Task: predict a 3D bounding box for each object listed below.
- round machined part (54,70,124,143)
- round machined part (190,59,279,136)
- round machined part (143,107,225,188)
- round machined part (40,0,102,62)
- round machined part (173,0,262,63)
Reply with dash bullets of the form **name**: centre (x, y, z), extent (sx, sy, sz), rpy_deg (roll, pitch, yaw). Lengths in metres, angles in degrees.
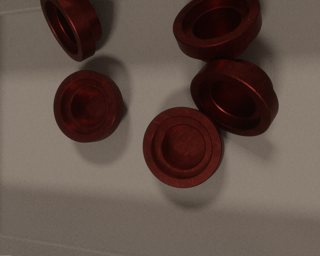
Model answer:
- **round machined part**: centre (-0.095, -0.029, 0.434), extent (0.098, 0.042, 0.097), rpy_deg (0, 90, 19)
- **round machined part**: centre (0.087, -0.039, 0.351), extent (0.098, 0.098, 0.042), rpy_deg (31, 65, 17)
- **round machined part**: centre (0.032, 0.023, 0.390), extent (0.098, 0.042, 0.097), rpy_deg (0, 90, 19)
- **round machined part**: centre (-0.116, -0.144, 0.422), extent (0.042, 0.098, 0.098), rpy_deg (-36, 76, -23)
- **round machined part**: centre (0.068, -0.114, 0.362), extent (0.098, 0.042, 0.098), rpy_deg (-12, 52, 17)
